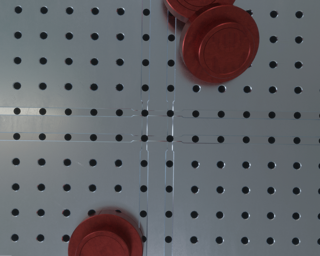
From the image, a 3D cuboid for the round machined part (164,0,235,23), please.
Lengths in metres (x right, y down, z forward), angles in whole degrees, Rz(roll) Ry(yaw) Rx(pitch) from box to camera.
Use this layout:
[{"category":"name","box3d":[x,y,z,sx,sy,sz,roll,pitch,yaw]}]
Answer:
[{"category":"round machined part","box3d":[0.051,-0.183,0.405,0.099,0.042,0.097,0,90,0]}]

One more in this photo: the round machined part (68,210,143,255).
[{"category":"round machined part","box3d":[-0.071,0.161,0.405,0.099,0.042,0.097,0,90,0]}]

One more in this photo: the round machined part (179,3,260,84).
[{"category":"round machined part","box3d":[0.076,-0.100,0.383,0.099,0.042,0.097,-4,121,-7]}]
